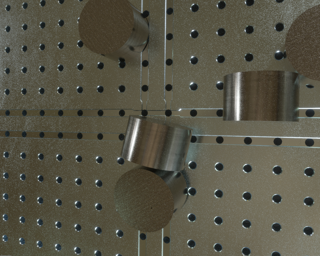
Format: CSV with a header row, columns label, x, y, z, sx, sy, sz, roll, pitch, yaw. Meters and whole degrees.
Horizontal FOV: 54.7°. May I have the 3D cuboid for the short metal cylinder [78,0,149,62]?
label,x,y,z,sx,sy,sz,roll,pitch,yaw
short metal cylinder,-0.062,-0.135,0.420,0.080,0.050,0.079,0,90,19

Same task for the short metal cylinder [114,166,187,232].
label,x,y,z,sx,sy,sz,roll,pitch,yaw
short metal cylinder,-0.011,0.084,0.396,0.080,0.050,0.079,4,100,22

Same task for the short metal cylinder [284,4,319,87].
label,x,y,z,sx,sy,sz,roll,pitch,yaw
short metal cylinder,0.178,-0.087,0.337,0.080,0.050,0.079,0,90,19

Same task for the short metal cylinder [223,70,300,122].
label,x,y,z,sx,sy,sz,roll,pitch,yaw
short metal cylinder,0.111,-0.032,0.344,0.080,0.080,0.050,1,91,19

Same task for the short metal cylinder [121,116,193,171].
label,x,y,z,sx,sy,sz,roll,pitch,yaw
short metal cylinder,-0.004,0.017,0.384,0.080,0.080,0.050,15,95,19
